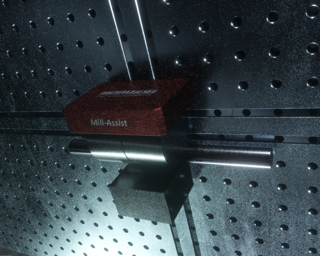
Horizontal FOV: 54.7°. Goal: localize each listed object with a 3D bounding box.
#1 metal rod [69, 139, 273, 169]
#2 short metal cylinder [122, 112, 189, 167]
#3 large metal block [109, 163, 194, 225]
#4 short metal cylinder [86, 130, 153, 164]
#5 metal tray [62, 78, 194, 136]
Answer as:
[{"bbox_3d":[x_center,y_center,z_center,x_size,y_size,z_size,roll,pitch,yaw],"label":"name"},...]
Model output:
[{"bbox_3d":[-0.004,0.033,0.428,0.300,0.025,0.025,1,119,27],"label":"metal rod"},{"bbox_3d":[-0.003,0.006,0.377,0.050,0.080,0.079,2,119,27],"label":"short metal cylinder"},{"bbox_3d":[-0.009,0.079,0.423,0.080,0.080,0.050,1,119,28],"label":"large metal block"},{"bbox_3d":[-0.049,0.005,0.401,0.050,0.080,0.080,1,119,28],"label":"short metal cylinder"},{"bbox_3d":[-0.037,-0.027,0.367,0.130,0.090,0.030,1,119,27],"label":"metal tray"}]
